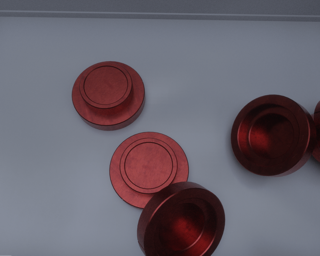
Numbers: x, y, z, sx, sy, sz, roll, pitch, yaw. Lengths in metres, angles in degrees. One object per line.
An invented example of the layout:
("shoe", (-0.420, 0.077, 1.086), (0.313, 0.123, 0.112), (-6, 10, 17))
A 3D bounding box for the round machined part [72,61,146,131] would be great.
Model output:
("round machined part", (-0.070, -0.049, 0.418), (0.099, 0.042, 0.098), (0, 70, -1))

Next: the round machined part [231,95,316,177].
("round machined part", (0.140, 0.011, 0.380), (0.042, 0.098, 0.098), (15, 69, -44))

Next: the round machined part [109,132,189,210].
("round machined part", (-0.013, 0.050, 0.382), (0.099, 0.042, 0.098), (0, 70, -1))

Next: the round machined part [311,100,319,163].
("round machined part", (0.219, 0.009, 0.385), (0.099, 0.042, 0.098), (10, 71, -31))

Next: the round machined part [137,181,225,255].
("round machined part", (0.020, 0.106, 0.345), (0.099, 0.042, 0.097), (-6, 103, -25))
